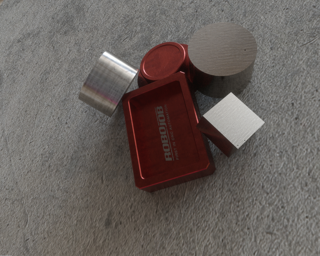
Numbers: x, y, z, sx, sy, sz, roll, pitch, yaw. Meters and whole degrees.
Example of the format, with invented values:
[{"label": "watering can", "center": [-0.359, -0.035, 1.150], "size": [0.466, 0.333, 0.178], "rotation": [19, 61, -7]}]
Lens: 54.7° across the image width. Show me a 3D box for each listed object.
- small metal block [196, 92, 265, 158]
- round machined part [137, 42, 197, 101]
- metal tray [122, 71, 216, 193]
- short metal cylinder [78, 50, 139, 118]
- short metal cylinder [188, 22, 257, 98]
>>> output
[{"label": "small metal block", "center": [0.078, -0.004, 0.344], "size": [0.050, 0.025, 0.050], "rotation": [-38, 76, -27]}, {"label": "round machined part", "center": [0.011, -0.083, 0.440], "size": [0.098, 0.042, 0.098], "rotation": [-13, 56, 21]}, {"label": "metal tray", "center": [0.007, 0.004, 0.381], "size": [0.090, 0.030, 0.130], "rotation": [-20, 64, 16]}, {"label": "short metal cylinder", "center": [-0.071, -0.062, 0.437], "size": [0.050, 0.080, 0.080], "rotation": [31, 74, -7]}, {"label": "short metal cylinder", "center": [0.076, -0.084, 0.387], "size": [0.080, 0.050, 0.080], "rotation": [-3, 64, 7]}]
